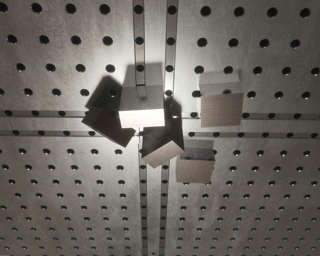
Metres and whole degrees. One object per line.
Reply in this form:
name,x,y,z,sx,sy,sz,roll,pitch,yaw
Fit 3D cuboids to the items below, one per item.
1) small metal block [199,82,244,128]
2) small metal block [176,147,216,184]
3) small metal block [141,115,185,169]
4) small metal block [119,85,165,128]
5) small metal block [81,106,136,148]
small metal block,0.075,-0.029,0.388,0.050,0.025,0.050,-4,130,2
small metal block,0.051,0.056,0.460,0.050,0.025,0.050,3,130,-3
small metal block,0.003,0.018,0.411,0.050,0.050,0.025,-32,123,24
small metal block,-0.020,-0.027,0.372,0.050,0.050,0.025,-3,130,2
small metal block,-0.065,-0.002,0.390,0.050,0.050,0.025,36,80,-27
